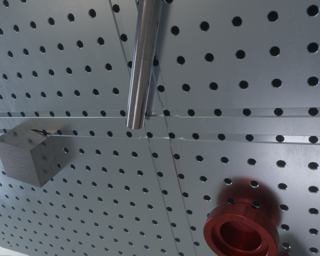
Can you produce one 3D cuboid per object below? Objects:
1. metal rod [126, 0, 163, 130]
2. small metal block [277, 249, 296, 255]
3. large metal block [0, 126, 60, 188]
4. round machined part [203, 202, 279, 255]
[{"bbox_3d":[-0.012,-0.125,0.340,0.025,0.025,0.298,22,127,15],"label":"metal rod"},{"bbox_3d":[0.181,0.207,0.428,0.050,0.050,0.025,49,129,-6],"label":"small metal block"},{"bbox_3d":[-0.233,0.050,0.549,0.080,0.050,0.079,12,124,21],"label":"large metal block"},{"bbox_3d":[0.113,0.142,0.429,0.098,0.042,0.097,13,124,21],"label":"round machined part"}]
